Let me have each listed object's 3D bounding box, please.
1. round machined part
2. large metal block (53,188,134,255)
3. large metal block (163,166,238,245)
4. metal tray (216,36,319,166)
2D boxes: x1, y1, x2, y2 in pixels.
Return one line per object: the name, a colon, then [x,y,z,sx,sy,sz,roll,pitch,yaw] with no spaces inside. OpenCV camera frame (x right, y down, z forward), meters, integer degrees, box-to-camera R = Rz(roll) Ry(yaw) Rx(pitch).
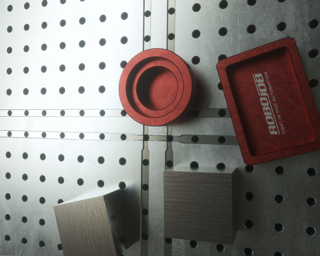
round machined part: [-0.001,-0.051,0.404,0.098,0.042,0.097,0,90,20]
large metal block: [-0.092,0.135,0.432,0.080,0.050,0.080,-15,85,19]
large metal block: [0.051,0.091,0.381,0.080,0.050,0.080,-1,90,20]
metal tray: [0.128,-0.029,0.364,0.090,0.030,0.129,-17,84,19]
